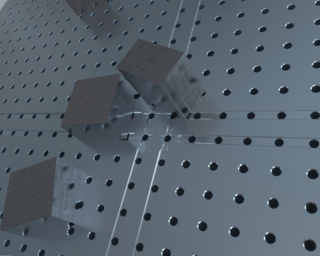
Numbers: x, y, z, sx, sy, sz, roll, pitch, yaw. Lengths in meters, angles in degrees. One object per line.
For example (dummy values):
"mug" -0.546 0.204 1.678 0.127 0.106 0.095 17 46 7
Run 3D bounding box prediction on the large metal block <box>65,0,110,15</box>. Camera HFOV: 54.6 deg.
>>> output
"large metal block" -0.157 -0.289 0.635 0.080 0.080 0.050 -10 58 23

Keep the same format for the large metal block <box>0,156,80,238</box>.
"large metal block" -0.158 0.095 0.419 0.080 0.050 0.080 -19 54 17

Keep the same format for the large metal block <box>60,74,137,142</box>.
"large metal block" -0.088 -0.028 0.457 0.080 0.050 0.080 -4 60 26

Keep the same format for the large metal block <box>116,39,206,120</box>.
"large metal block" 0.003 -0.065 0.412 0.080 0.080 0.050 28 77 37
